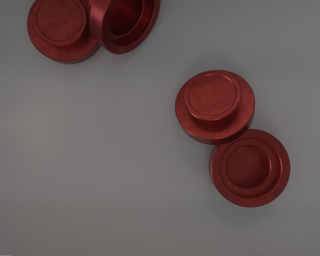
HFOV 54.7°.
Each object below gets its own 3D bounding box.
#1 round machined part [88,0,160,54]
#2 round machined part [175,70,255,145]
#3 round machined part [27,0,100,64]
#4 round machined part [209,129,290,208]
[{"bbox_3d":[-0.048,-0.143,0.378,0.042,0.098,0.098,39,90,21],"label":"round machined part"},{"bbox_3d":[0.066,-0.032,0.383,0.098,0.042,0.098,-6,65,13],"label":"round machined part"},{"bbox_3d":[-0.124,-0.135,0.402,0.099,0.042,0.097,0,90,0],"label":"round machined part"},{"bbox_3d":[0.113,0.050,0.404,0.099,0.042,0.097,0,90,0],"label":"round machined part"}]
